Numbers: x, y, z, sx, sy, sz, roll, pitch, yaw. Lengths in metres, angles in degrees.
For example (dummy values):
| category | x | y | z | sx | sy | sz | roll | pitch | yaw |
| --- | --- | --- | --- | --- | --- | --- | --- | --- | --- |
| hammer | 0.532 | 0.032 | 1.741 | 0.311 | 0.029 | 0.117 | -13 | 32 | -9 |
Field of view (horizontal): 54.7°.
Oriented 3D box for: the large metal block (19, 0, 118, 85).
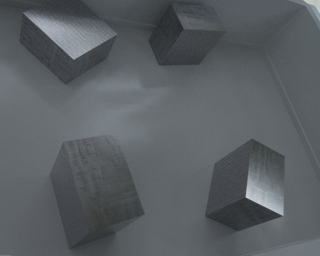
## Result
| category | x | y | z | sx | sy | sz | roll | pitch | yaw |
| --- | --- | --- | --- | --- | --- | --- | --- | --- | --- |
| large metal block | -0.117 | -0.116 | 0.398 | 0.080 | 0.050 | 0.080 | 43 | 51 | 1 |

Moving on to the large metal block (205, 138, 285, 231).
| category | x | y | z | sx | sy | sz | roll | pitch | yaw |
| --- | --- | --- | --- | --- | --- | --- | --- | --- | --- |
| large metal block | 0.105 | 0.073 | 0.385 | 0.050 | 0.080 | 0.080 | 28 | 52 | -11 |

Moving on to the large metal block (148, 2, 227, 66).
| category | x | y | z | sx | sy | sz | roll | pitch | yaw |
| --- | --- | --- | --- | --- | --- | --- | --- | --- | --- |
| large metal block | 0.041 | -0.143 | 0.481 | 0.081 | 0.080 | 0.050 | -9 | 66 | -32 |

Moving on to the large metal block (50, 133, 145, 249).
| category | x | y | z | sx | sy | sz | roll | pitch | yaw |
| --- | --- | --- | --- | --- | --- | --- | --- | --- | --- |
| large metal block | -0.065 | 0.062 | 0.298 | 0.050 | 0.080 | 0.080 | -9 | 67 | -32 |
